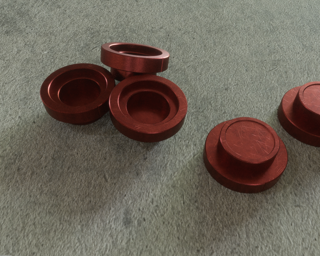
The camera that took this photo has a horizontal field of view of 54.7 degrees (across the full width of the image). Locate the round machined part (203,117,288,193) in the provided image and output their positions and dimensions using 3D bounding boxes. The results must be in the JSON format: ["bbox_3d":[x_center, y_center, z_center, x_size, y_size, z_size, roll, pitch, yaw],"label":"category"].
[{"bbox_3d":[0.103,0.025,0.372,0.099,0.042,0.098,0,50,0],"label":"round machined part"}]

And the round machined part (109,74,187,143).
[{"bbox_3d":[-0.016,-0.021,0.405,0.099,0.042,0.098,4,53,-5],"label":"round machined part"}]

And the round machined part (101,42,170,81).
[{"bbox_3d":[-0.037,-0.094,0.455,0.099,0.042,0.098,7,25,-3],"label":"round machined part"}]

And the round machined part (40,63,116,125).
[{"bbox_3d":[-0.109,-0.042,0.427,0.099,0.042,0.098,0,50,0],"label":"round machined part"}]

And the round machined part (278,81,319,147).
[{"bbox_3d":[0.214,-0.025,0.414,0.099,0.042,0.098,0,50,0],"label":"round machined part"}]
